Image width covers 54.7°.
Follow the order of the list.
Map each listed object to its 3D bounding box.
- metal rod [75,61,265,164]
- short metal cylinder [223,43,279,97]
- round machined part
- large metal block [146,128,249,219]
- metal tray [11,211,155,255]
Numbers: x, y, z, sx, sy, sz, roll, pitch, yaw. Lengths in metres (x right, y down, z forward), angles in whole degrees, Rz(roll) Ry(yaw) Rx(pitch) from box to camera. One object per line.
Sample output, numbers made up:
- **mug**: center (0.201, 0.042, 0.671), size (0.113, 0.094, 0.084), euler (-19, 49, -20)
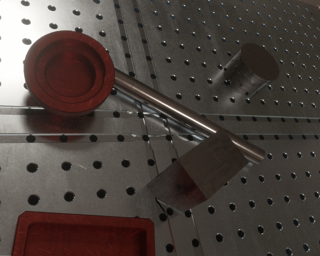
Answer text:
- **metal rod**: center (0.018, -0.025, 0.435), size (0.301, 0.025, 0.025), euler (28, 52, -11)
- **short metal cylinder**: center (0.159, -0.101, 0.543), size (0.081, 0.050, 0.080), euler (14, 56, -21)
- **round machined part**: center (-0.106, -0.061, 0.366), size (0.099, 0.042, 0.098), euler (4, 78, -20)
- **large metal block**: center (0.043, 0.054, 0.365), size (0.081, 0.080, 0.050), euler (-30, 79, -38)
- **metal tray**: center (-0.069, 0.130, 0.289), size (0.131, 0.030, 0.090), euler (11, 57, -23)
